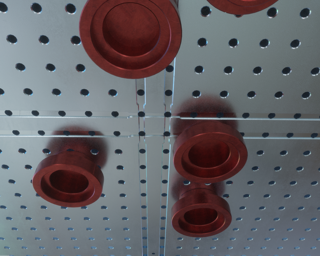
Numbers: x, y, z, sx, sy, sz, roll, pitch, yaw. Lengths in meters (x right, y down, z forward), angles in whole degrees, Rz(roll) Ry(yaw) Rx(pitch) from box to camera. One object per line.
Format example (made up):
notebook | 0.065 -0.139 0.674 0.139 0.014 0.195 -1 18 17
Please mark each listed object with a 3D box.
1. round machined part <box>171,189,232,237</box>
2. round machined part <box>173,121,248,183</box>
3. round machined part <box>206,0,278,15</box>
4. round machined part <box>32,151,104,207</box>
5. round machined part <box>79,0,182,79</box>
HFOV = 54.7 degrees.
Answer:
round machined part | 0.068 0.139 0.520 0.099 0.042 0.097 -1 130 0
round machined part | 0.067 0.029 0.426 0.099 0.042 0.097 -1 130 0
round machined part | 0.080 -0.149 0.275 0.099 0.042 0.097 -1 130 0
round machined part | -0.132 0.072 0.460 0.099 0.042 0.097 -1 130 0
round machined part | -0.028 -0.102 0.313 0.099 0.042 0.097 -1 130 0
